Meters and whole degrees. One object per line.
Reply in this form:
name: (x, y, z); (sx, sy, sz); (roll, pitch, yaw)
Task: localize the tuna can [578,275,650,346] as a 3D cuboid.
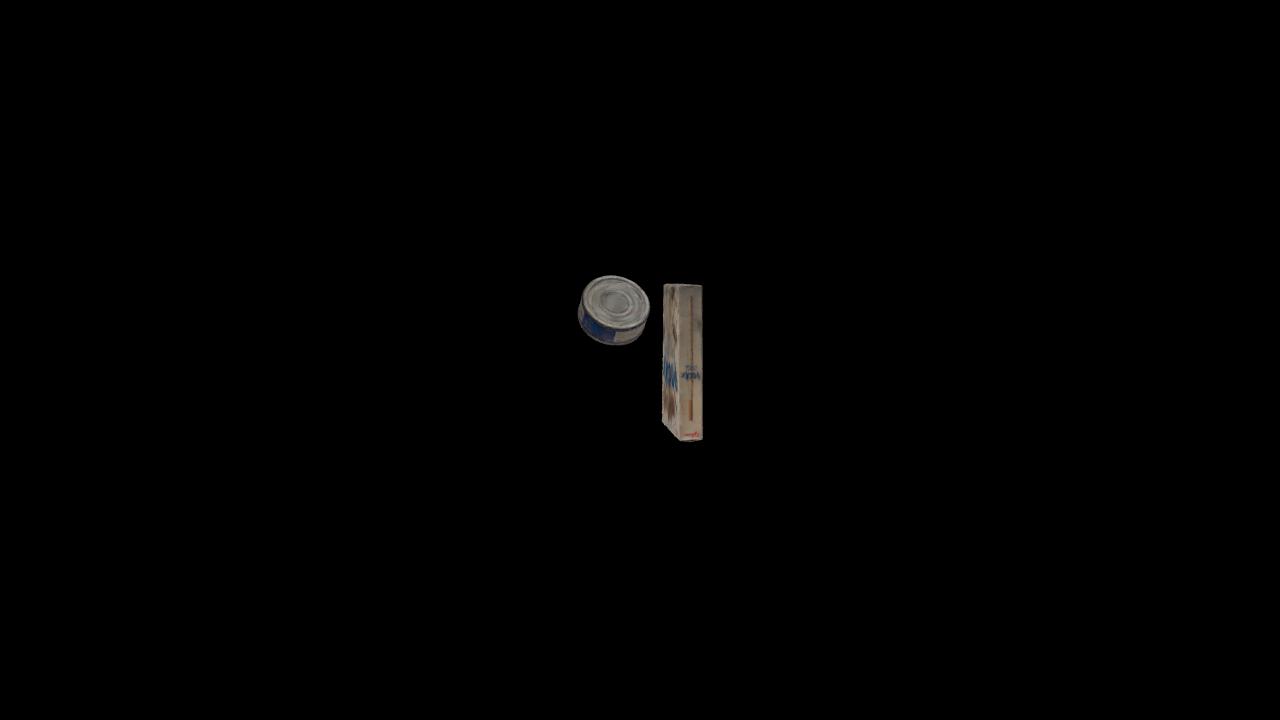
tuna can: (-0.031, -0.061, 0.735); (0.084, 0.084, 0.034); (0, -33, -15)

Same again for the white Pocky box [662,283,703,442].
white Pocky box: (0.043, -0.001, 0.633); (0.028, 0.154, 0.084); (-2, 8, -9)
